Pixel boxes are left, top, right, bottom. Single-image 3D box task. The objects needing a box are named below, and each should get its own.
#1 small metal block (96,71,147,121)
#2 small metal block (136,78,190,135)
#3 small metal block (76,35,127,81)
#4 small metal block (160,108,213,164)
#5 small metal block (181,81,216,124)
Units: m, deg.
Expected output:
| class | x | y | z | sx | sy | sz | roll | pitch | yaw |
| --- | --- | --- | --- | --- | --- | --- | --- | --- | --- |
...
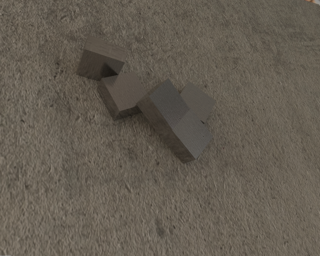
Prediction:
| class | x | y | z | sx | sy | sz | roll | pitch | yaw |
| --- | --- | --- | --- | --- | --- | --- | --- | --- | --- |
| small metal block | -0.047 | -0.042 | 0.404 | 0.050 | 0.025 | 0.050 | -20 | 72 | -35 |
| small metal block | 0.005 | -0.028 | 0.397 | 0.050 | 0.025 | 0.050 | 54 | 45 | -13 |
| small metal block | -0.076 | -0.086 | 0.399 | 0.050 | 0.050 | 0.025 | 15 | 56 | -20 |
| small metal block | 0.036 | 0.010 | 0.410 | 0.050 | 0.025 | 0.050 | 51 | 50 | -9 |
| small metal block | 0.047 | -0.032 | 0.448 | 0.050 | 0.025 | 0.050 | 37 | 51 | -4 |
